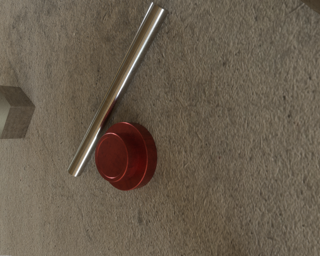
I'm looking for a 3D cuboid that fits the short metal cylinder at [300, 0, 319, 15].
[{"bbox_3d":[0.146,-0.136,0.249,0.080,0.081,0.050,-51,60,28],"label":"short metal cylinder"}]

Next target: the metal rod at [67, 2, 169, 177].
[{"bbox_3d":[-0.072,-0.042,0.464,0.025,0.025,0.298,47,118,30],"label":"metal rod"}]

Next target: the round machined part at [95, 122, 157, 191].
[{"bbox_3d":[-0.054,0.040,0.439,0.098,0.042,0.097,0,90,40],"label":"round machined part"}]

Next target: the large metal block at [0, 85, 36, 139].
[{"bbox_3d":[-0.312,-0.033,0.647,0.080,0.050,0.080,42,116,31],"label":"large metal block"}]
